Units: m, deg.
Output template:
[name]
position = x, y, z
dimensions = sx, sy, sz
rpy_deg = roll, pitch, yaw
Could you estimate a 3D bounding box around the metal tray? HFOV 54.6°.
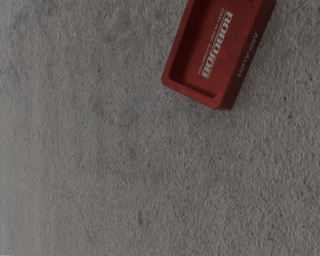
[metal tray]
position = 0.061, -0.095, 0.351
dimensions = 0.090, 0.030, 0.129
rpy_deg = 31, 109, 35
